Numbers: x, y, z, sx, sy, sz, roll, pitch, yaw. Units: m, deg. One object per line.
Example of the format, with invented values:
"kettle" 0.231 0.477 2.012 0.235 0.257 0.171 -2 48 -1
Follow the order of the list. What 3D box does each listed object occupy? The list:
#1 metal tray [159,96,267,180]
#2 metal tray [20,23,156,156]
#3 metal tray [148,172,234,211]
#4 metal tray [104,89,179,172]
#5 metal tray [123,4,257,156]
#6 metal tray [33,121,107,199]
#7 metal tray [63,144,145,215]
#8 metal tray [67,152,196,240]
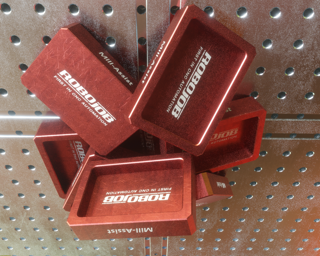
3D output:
"metal tray" 0.066 0.017 0.399 0.131 0.030 0.090 -15 131 -10
"metal tray" -0.079 -0.039 0.352 0.090 0.030 0.130 -38 106 27
"metal tray" 0.046 0.096 0.446 0.090 0.030 0.130 -23 160 19
"metal tray" -0.019 0.009 0.415 0.090 0.030 0.129 -5 128 1
"metal tray" 0.031 -0.047 0.325 0.090 0.030 0.130 27 92 -21
"metal tray" -0.115 0.049 0.449 0.090 0.030 0.129 -4 129 2
"metal tray" -0.073 0.081 0.436 0.090 0.030 0.129 21 127 -17
"metal tray" -0.027 0.074 0.347 0.130 0.090 0.030 -6 130 11
